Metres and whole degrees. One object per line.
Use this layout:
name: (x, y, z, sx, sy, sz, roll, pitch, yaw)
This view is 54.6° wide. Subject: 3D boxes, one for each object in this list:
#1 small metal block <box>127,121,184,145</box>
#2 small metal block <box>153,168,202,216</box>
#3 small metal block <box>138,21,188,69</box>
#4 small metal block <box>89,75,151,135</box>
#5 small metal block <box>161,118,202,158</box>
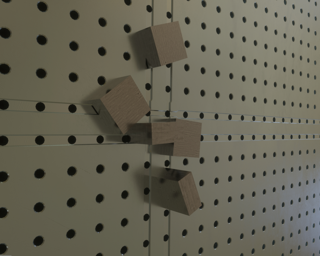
small metal block: (-0.006, 0.005, 0.387, 0.050, 0.050, 0.025, -4, 93, -40)
small metal block: (0.022, 0.083, 0.411, 0.025, 0.050, 0.050, -29, 109, -36)
small metal block: (0.005, -0.111, 0.412, 0.050, 0.025, 0.050, -26, 106, -37)
small metal block: (-0.046, -0.027, 0.369, 0.050, 0.025, 0.050, -45, 117, -31)
small metal block: (0.030, 0.015, 0.433, 0.050, 0.025, 0.050, 8, 85, -40)
